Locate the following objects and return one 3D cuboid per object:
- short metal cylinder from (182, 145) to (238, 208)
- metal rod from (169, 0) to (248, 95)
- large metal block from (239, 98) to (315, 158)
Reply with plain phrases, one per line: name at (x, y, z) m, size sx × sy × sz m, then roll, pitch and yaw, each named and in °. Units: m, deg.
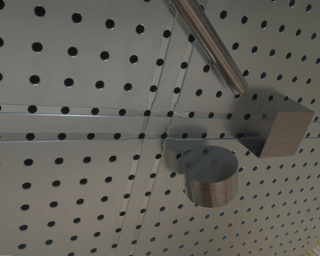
short metal cylinder at (0.075, 0.070, 0.460) m, size 0.081 × 0.080 × 0.050 m, roll -21°, pitch 127°, yaw -16°
metal rod at (0.028, -0.137, 0.341) m, size 0.025 × 0.025 × 0.300 m, roll -45°, pitch 129°, yaw 3°
large metal block at (0.185, -0.001, 0.495) m, size 0.081 × 0.050 × 0.079 m, roll -1°, pitch 119°, yaw -28°
